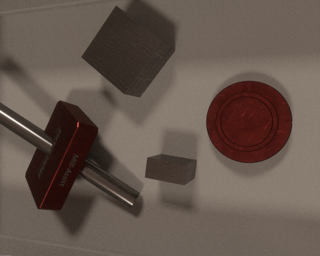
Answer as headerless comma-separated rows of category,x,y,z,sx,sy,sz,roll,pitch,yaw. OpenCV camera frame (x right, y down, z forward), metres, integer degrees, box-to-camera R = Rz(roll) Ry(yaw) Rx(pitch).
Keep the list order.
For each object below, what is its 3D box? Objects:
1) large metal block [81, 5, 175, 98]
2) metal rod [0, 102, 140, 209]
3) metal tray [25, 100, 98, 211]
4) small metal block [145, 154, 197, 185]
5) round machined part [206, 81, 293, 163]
large metal block,-0.041,-0.098,0.411,0.080,0.050,0.080,41,103,15
metal rod,-0.161,0.020,0.434,0.301,0.025,0.025,32,101,5
metal tray,-0.141,0.037,0.433,0.090,0.030,0.129,37,104,48
small metal block,0.015,0.051,0.391,0.050,0.050,0.025,8,93,19
round machined part,0.103,-0.007,0.365,0.098,0.042,0.097,0,90,19
